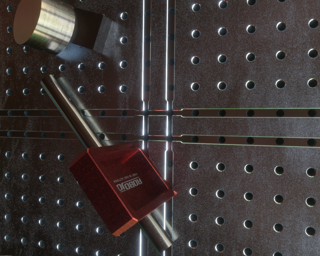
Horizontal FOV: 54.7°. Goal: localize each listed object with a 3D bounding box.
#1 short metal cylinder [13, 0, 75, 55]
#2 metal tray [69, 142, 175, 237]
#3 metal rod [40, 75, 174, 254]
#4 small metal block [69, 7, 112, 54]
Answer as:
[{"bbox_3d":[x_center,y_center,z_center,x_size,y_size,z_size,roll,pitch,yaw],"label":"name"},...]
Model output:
[{"bbox_3d":[-0.167,-0.151,0.444,0.080,0.050,0.080,-8,77,40],"label":"short metal cylinder"},{"bbox_3d":[-0.038,0.064,0.370,0.030,0.130,0.090,-41,77,16],"label":"metal tray"},{"bbox_3d":[-0.081,0.043,0.441,0.025,0.025,0.300,-41,77,15],"label":"metal rod"},{"bbox_3d":[-0.104,-0.141,0.449,0.050,0.025,0.050,21,97,18],"label":"small metal block"}]
